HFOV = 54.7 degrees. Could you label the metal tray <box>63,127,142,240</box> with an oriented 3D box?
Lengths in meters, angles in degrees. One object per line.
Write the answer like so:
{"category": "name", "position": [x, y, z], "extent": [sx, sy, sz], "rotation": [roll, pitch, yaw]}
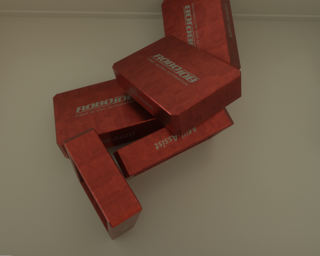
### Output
{"category": "metal tray", "position": [-0.060, 0.066, 0.327], "extent": [0.030, 0.129, 0.090], "rotation": [-29, 73, -19]}

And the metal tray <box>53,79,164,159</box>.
{"category": "metal tray", "position": [-0.065, -0.020, 0.397], "extent": [0.131, 0.030, 0.090], "rotation": [-16, 50, -6]}

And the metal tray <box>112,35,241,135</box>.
{"category": "metal tray", "position": [0.016, -0.056, 0.353], "extent": [0.090, 0.030, 0.130], "rotation": [-32, 46, -17]}

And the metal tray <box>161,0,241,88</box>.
{"category": "metal tray", "position": [0.052, -0.126, 0.415], "extent": [0.090, 0.030, 0.129], "rotation": [-15, 76, 38]}

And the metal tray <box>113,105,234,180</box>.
{"category": "metal tray", "position": [0.013, 0.018, 0.366], "extent": [0.131, 0.090, 0.030], "rotation": [-26, 82, -10]}
